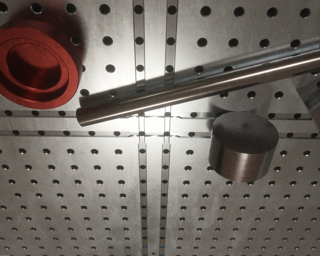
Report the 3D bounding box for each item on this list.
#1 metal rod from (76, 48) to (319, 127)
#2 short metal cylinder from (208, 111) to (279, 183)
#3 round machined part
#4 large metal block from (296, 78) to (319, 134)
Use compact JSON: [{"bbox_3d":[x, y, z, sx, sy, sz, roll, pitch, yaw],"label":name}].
[{"bbox_3d":[0.043,-0.046,0.372,0.301,0.025,0.025,-13,129,10],"label":"metal rod"},{"bbox_3d":[0.105,0.023,0.397,0.081,0.080,0.050,0,130,-1],"label":"short metal cylinder"},{"bbox_3d":[-0.134,-0.071,0.338,0.099,0.042,0.097,-1,130,0],"label":"round machined part"},{"bbox_3d":[0.227,-0.026,0.377,0.080,0.050,0.080,-29,125,22],"label":"large metal block"}]
